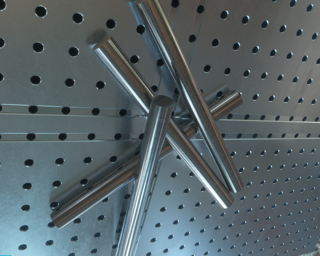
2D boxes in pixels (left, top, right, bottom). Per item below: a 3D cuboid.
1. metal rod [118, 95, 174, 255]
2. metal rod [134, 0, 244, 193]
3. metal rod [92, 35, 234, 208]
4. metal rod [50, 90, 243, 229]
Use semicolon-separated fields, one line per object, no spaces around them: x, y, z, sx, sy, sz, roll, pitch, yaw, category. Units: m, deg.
-0.027;0.089;0.422;0.025;0.025;0.298;-6;130;-26;metal rod
0.050;-0.023;0.396;0.025;0.025;0.299;-34;121;-6;metal rod
0.021;0.012;0.399;0.025;0.025;0.300;-40;120;-1;metal rod
-0.014;0.040;0.427;0.301;0.025;0.025;-34;129;-6;metal rod
